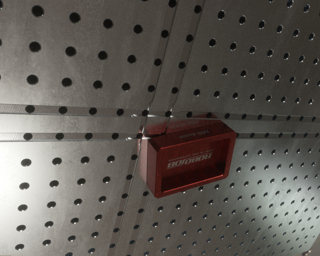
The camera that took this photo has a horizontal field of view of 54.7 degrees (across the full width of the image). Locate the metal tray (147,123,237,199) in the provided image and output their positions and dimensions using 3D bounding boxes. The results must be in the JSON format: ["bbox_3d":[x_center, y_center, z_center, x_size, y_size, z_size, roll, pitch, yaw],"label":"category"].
[{"bbox_3d":[0.047,0.047,0.465,0.131,0.030,0.089,-11,123,-23],"label":"metal tray"}]
